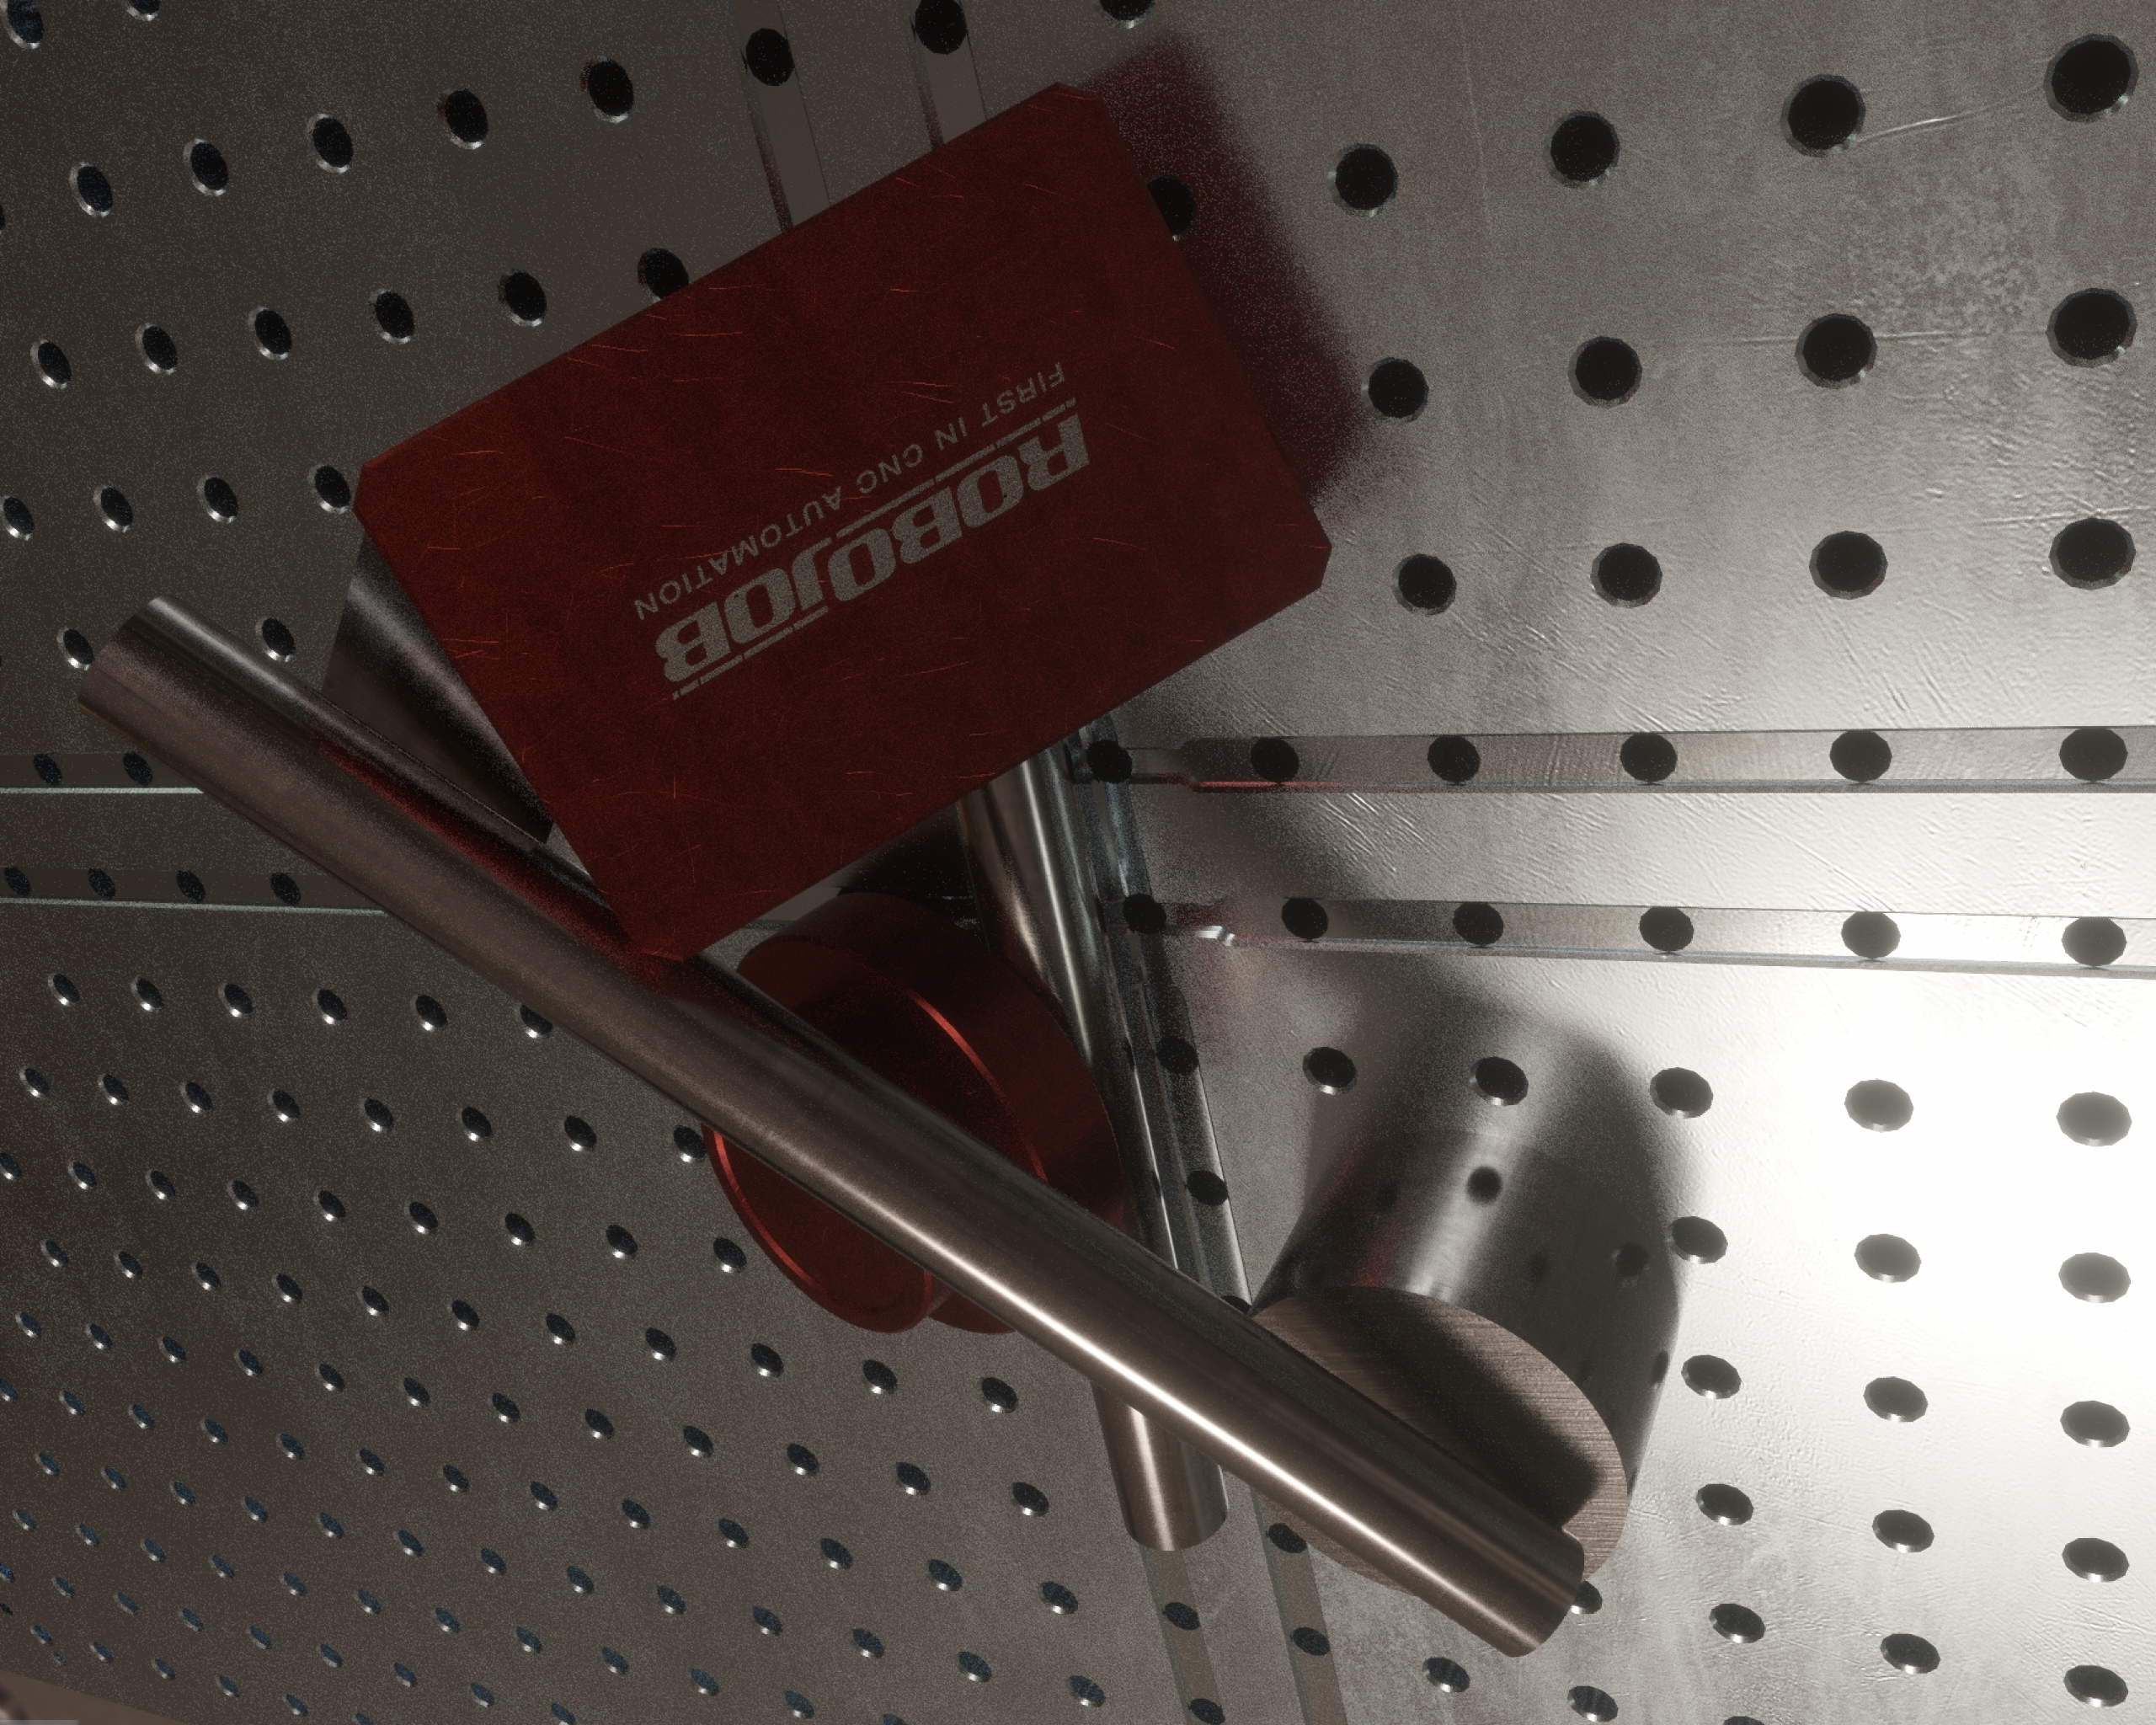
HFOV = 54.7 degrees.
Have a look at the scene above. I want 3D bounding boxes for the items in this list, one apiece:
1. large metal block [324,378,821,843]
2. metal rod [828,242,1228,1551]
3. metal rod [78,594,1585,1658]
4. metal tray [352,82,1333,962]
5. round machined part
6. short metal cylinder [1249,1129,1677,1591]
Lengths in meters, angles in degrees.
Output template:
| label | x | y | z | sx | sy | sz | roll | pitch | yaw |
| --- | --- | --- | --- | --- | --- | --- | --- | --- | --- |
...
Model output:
| label | x | y | z | sx | sy | sz | roll | pitch | yaw |
| --- | --- | --- | --- | --- | --- | --- | --- | --- | --- |
| large metal block | -0.097 | -0.039 | 0.402 | 0.050 | 0.080 | 0.079 | 36 | 129 | 4 |
| metal rod | -0.005 | 0.022 | 0.426 | 0.025 | 0.025 | 0.298 | 2 | 120 | 27 |
| metal rod | -0.038 | 0.050 | 0.369 | 0.301 | 0.025 | 0.025 | 35 | 129 | -6 |
| metal tray | -0.036 | -0.055 | 0.341 | 0.131 | 0.030 | 0.090 | -31 | 105 | -6 |
| round machined part | -0.041 | 0.059 | 0.436 | 0.098 | 0.042 | 0.097 | 27 | 134 | 32 |
| short metal cylinder | 0.075 | 0.101 | 0.418 | 0.080 | 0.050 | 0.079 | 13 | 124 | 20 |
